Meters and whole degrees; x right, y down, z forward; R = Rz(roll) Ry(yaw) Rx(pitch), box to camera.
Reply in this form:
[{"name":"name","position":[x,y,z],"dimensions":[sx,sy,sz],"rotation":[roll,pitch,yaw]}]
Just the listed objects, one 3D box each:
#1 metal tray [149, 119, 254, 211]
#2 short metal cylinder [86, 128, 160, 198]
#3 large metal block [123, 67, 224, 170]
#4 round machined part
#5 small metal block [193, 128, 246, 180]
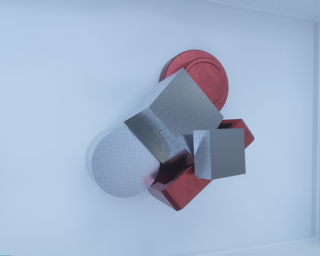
[{"name":"metal tray","position":[0.044,0.040,0.391],"dimensions":[0.131,0.090,0.030],"rotation":[-40,102,-16]},{"name":"short metal cylinder","position":[-0.047,0.040,0.379],"dimensions":[0.081,0.050,0.079],"rotation":[0,90,-21]},{"name":"large metal block","position":[0.019,-0.010,0.365],"dimensions":[0.080,0.050,0.080],"rotation":[48,50,-14]},{"name":"round machined part","position":[0.052,-0.058,0.420],"dimensions":[0.099,0.042,0.097],"rotation":[0,90,-21]},{"name":"small metal block","position":[0.064,0.026,0.332],"dimensions":[0.050,0.025,0.050],"rotation":[-3,91,-33]}]
